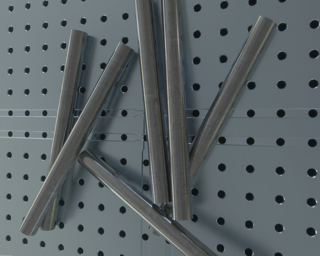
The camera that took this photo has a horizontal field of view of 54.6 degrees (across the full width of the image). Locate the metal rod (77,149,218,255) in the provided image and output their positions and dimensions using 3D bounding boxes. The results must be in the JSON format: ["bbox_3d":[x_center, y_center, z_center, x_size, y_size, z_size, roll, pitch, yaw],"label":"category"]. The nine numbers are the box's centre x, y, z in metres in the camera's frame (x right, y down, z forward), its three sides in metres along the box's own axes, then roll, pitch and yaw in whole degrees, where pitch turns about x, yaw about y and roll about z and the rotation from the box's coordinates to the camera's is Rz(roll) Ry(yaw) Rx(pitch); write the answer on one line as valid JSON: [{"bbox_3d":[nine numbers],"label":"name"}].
[{"bbox_3d":[0.001,0.115,0.384,0.300,0.025,0.025,34,101,27],"label":"metal rod"}]

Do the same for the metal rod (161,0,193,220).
[{"bbox_3d":[0.020,-0.040,0.389,0.025,0.025,0.299,-5,82,20],"label":"metal rod"}]

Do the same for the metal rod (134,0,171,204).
[{"bbox_3d":[-0.011,-0.055,0.404,0.025,0.025,0.299,-8,82,20],"label":"metal rod"}]

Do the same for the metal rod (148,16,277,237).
[{"bbox_3d":[0.061,0.005,0.391,0.025,0.025,0.299,29,99,17],"label":"metal rod"}]

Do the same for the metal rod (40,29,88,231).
[{"bbox_3d":[-0.146,0.006,0.464,0.025,0.025,0.298,12,94,19],"label":"metal rod"}]

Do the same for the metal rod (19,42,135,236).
[{"bbox_3d":[-0.119,0.018,0.439,0.025,0.025,0.299,30,94,17],"label":"metal rod"}]
